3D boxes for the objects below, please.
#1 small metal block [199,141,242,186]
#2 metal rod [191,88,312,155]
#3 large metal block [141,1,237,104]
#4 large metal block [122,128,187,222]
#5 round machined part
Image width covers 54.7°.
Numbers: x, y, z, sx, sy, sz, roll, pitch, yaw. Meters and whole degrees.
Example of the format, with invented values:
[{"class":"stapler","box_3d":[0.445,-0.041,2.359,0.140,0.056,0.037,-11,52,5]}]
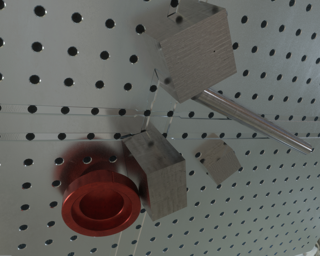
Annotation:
[{"class":"small metal block","box_3d":[0.098,0.057,0.500,0.050,0.025,0.050,-38,129,-3]},{"class":"metal rod","box_3d":[0.161,-0.005,0.496,0.302,0.025,0.025,21,107,-36]},{"class":"large metal block","box_3d":[0.036,-0.088,0.360,0.080,0.050,0.080,-30,129,-10]},{"class":"large metal block","box_3d":[-0.007,0.059,0.407,0.050,0.080,0.079,-19,126,-20]},{"class":"round machined part","box_3d":[-0.076,0.094,0.407,0.099,0.042,0.097,-6,123,-9]}]
